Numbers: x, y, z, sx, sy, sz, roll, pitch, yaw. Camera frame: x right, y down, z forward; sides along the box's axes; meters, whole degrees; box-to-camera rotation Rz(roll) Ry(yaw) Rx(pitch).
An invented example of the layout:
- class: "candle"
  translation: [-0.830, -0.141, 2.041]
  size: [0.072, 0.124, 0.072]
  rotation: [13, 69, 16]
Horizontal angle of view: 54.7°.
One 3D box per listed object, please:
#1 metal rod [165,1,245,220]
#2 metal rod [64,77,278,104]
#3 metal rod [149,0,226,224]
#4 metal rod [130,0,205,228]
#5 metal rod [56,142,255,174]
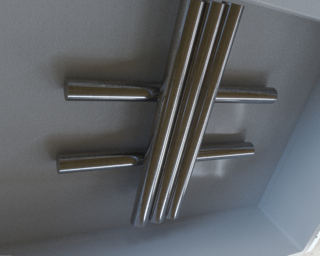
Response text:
- class: "metal rod"
  translation: [0.047, -0.003, 0.397]
  size: [0.025, 0.025, 0.298]
  rotation: [-1, 119, -28]
- class: "metal rod"
  translation: [0.034, -0.045, 0.398]
  size: [0.303, 0.025, 0.025]
  rotation: [-2, 119, -28]
- class: "metal rod"
  translation: [0.025, -0.001, 0.386]
  size: [0.025, 0.025, 0.298]
  rotation: [-1, 119, -28]
- class: "metal rod"
  translation: [0.002, 0.001, 0.375]
  size: [0.025, 0.025, 0.298]
  rotation: [-1, 119, -28]
- class: "metal rod"
  translation: [0.013, 0.039, 0.438]
  size: [0.303, 0.025, 0.025]
  rotation: [-2, 119, -28]
